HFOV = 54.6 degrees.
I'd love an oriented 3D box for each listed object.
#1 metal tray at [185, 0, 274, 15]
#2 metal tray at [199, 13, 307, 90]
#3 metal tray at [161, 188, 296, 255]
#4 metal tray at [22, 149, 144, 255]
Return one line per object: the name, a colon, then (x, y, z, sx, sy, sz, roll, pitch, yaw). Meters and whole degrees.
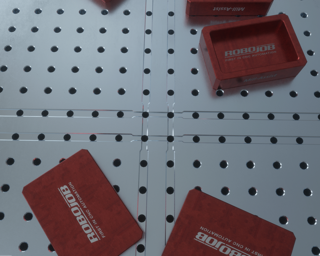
metal tray: (0.106, -0.225, 0.491, 0.131, 0.030, 0.090, 0, 70, 0)
metal tray: (0.132, -0.112, 0.450, 0.131, 0.030, 0.090, -11, 70, -4)
metal tray: (0.077, 0.138, 0.359, 0.130, 0.030, 0.090, 23, 72, 8)
metal tray: (-0.091, 0.102, 0.372, 0.090, 0.030, 0.130, -34, 74, -12)
